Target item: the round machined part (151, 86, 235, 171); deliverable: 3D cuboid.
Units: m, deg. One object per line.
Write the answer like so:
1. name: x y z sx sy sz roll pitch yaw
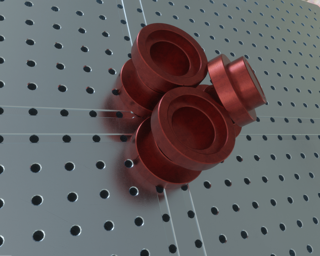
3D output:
1. round machined part: 0.034 0.004 0.358 0.099 0.042 0.098 13 56 -21

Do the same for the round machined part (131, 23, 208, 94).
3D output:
1. round machined part: 0.009 -0.083 0.398 0.099 0.042 0.098 13 56 -21

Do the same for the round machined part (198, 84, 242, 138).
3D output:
1. round machined part: 0.081 -0.025 0.456 0.099 0.042 0.098 13 56 -21

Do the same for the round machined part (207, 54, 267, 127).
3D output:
1. round machined part: 0.105 -0.054 0.405 0.098 0.042 0.098 45 30 -35

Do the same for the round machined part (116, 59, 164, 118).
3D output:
1. round machined part: -0.008 -0.063 0.432 0.099 0.042 0.098 13 56 -21

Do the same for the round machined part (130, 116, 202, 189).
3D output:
1. round machined part: 0.015 0.024 0.391 0.099 0.042 0.098 13 56 -21
